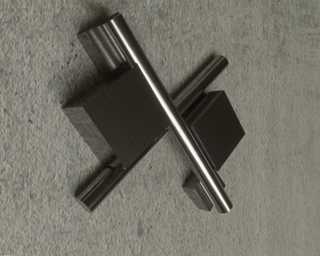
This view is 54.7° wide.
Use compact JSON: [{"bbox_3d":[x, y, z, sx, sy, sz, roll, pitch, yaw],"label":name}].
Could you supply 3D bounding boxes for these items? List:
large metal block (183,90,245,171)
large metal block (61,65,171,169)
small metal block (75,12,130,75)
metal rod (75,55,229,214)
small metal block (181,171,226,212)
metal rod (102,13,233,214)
[{"bbox_3d":[0.069,0.003,0.447,0.080,0.050,0.080,-47,118,-30],"label":"large metal block"},{"bbox_3d":[-0.046,-0.013,0.349,0.080,0.050,0.080,-45,117,-31],"label":"large metal block"},{"bbox_3d":[-0.059,-0.097,0.357,0.050,0.025,0.050,-45,117,-31],"label":"small metal block"},{"bbox_3d":[0.007,-0.010,0.412,0.301,0.025,0.025,-46,118,-30],"label":"metal rod"},{"bbox_3d":[0.066,0.087,0.462,0.050,0.025,0.050,-51,120,-28],"label":"small metal block"},{"bbox_3d":[0.021,0.000,0.390,0.025,0.025,0.299,-47,118,-30],"label":"metal rod"}]
